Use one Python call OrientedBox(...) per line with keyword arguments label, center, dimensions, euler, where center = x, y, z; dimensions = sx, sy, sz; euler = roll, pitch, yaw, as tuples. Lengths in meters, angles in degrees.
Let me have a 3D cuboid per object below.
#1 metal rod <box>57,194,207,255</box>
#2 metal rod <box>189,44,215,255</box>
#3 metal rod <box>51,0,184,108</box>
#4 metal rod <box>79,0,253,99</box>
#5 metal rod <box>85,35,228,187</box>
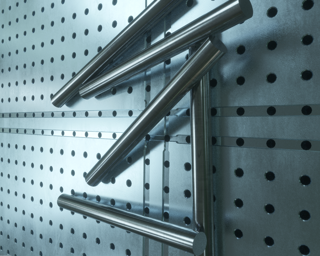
OrientedBox(label="metal rod", center=(-0.063, 0.127, 0.441), dimensions=(0.300, 0.025, 0.025), euler=(-1, 90, 45))
OrientedBox(label="metal rod", center=(0.049, 0.027, 0.367), dimensions=(0.025, 0.025, 0.298), euler=(-2, 89, 39))
OrientedBox(label="metal rod", center=(-0.080, -0.110, 0.472), dimensions=(0.299, 0.025, 0.025), euler=(-31, 71, 35))
OrientedBox(label="metal rod", center=(-0.020, -0.087, 0.400), dimensions=(0.299, 0.025, 0.025), euler=(-16, 80, 45))
OrientedBox(label="metal rod", center=(-0.024, -0.002, 0.407), dimensions=(0.298, 0.025, 0.025), euler=(-45, 63, 37))
